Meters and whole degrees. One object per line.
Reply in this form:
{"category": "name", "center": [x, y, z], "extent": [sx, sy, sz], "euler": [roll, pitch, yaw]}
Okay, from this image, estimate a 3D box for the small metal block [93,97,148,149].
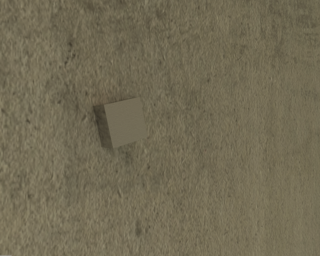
{"category": "small metal block", "center": [-0.046, -0.007, 0.368], "extent": [0.050, 0.025, 0.050], "euler": [-18, 102, -39]}
